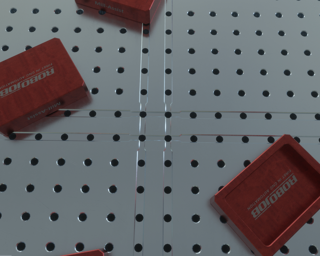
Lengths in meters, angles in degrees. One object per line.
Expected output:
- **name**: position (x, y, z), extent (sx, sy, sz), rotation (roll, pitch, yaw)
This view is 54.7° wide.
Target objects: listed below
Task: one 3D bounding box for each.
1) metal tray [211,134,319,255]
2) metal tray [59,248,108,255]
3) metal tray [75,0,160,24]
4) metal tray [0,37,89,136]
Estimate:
- **metal tray**: position (0.140, 0.081, 0.381), extent (0.131, 0.030, 0.090), rotation (-38, 75, -13)
- **metal tray**: position (-0.097, 0.205, 0.333), extent (0.091, 0.030, 0.129), rotation (-9, 70, -4)
- **metal tray**: position (-0.063, -0.226, 0.490), extent (0.131, 0.030, 0.090), rotation (19, 71, 6)
- **metal tray**: position (-0.178, -0.059, 0.428), extent (0.131, 0.030, 0.090), rotation (-29, 73, -11)
